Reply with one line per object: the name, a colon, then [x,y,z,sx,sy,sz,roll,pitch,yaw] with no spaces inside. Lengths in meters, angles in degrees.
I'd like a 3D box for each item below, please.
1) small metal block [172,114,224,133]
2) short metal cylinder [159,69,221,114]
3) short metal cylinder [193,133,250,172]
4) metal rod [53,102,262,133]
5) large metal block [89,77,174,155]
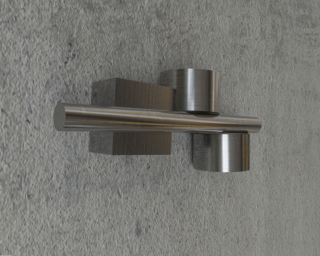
small metal block: [0.053,-0.005,0.435,0.050,0.050,0.025,1,89,-40]
short metal cylinder: [0.039,-0.045,0.406,0.081,0.080,0.050,3,89,-40]
short metal cylinder: [0.088,0.033,0.446,0.081,0.080,0.050,0,91,-40]
metal rod: [0.027,-0.007,0.365,0.302,0.025,0.025,1,89,-41]
large metal block: [-0.032,-0.010,0.360,0.081,0.050,0.080,4,88,-40]
